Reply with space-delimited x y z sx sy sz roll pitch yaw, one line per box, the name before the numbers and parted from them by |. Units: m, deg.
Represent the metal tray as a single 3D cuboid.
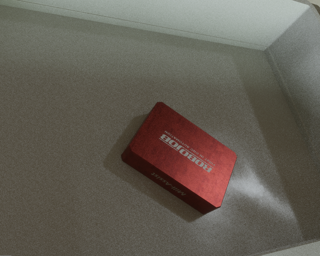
metal tray | 0.028 0.036 0.395 0.130 0.030 0.090 35 51 -5
